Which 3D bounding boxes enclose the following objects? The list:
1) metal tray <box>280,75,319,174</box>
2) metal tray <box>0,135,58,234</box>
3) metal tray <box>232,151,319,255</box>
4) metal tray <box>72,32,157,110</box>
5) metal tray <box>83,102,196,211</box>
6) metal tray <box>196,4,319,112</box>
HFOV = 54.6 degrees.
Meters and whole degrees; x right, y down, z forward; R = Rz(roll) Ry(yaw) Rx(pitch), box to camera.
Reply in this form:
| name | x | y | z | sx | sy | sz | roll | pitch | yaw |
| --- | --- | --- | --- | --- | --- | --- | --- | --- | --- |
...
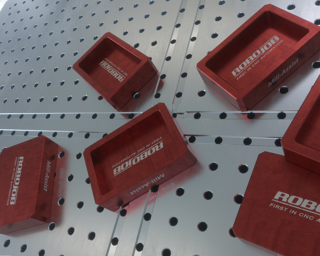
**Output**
| name | x | y | z | sx | sy | sz | roll | pitch | yaw |
| --- | --- | --- | --- | --- | --- | --- | --- | --- | --- |
| metal tray | 0.182 | -0.014 | 0.279 | 0.090 | 0.030 | 0.130 | 26 | 76 | 37 |
| metal tray | -0.205 | 0.082 | 0.464 | 0.090 | 0.030 | 0.130 | -18 | 54 | 17 |
| metal tray | 0.143 | 0.080 | 0.281 | 0.130 | 0.030 | 0.090 | 13 | 68 | 33 |
| metal tray | -0.077 | -0.097 | 0.506 | 0.090 | 0.030 | 0.130 | -46 | 51 | -4 |
| metal tray | -0.030 | 0.036 | 0.399 | 0.130 | 0.030 | 0.090 | -31 | 52 | 8 |
| metal tray | 0.124 | -0.092 | 0.397 | 0.130 | 0.030 | 0.090 | -41 | 51 | 0 |
